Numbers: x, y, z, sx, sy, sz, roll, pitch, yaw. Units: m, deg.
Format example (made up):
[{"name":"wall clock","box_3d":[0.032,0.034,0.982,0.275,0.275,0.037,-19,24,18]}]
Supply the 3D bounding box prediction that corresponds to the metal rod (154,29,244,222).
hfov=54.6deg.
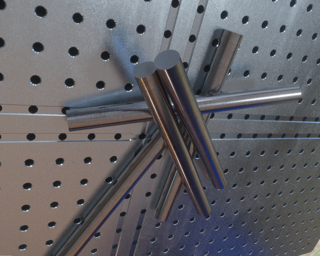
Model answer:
[{"name":"metal rod","box_3d":[0.047,0.011,0.442,0.025,0.025,0.298,5,116,-31]}]

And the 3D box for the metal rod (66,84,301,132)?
[{"name":"metal rod","box_3d":[0.041,-0.028,0.388,0.302,0.025,0.025,-8,122,-15]}]

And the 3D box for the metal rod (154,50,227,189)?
[{"name":"metal rod","box_3d":[0.053,0.015,0.404,0.025,0.025,0.300,-36,143,-4]}]

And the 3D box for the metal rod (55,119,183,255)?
[{"name":"metal rod","box_3d":[-0.068,0.102,0.435,0.025,0.025,0.299,33,100,-38]}]

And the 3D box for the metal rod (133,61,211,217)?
[{"name":"metal rod","box_3d":[0.029,0.039,0.408,0.025,0.025,0.299,-32,136,-8]}]
